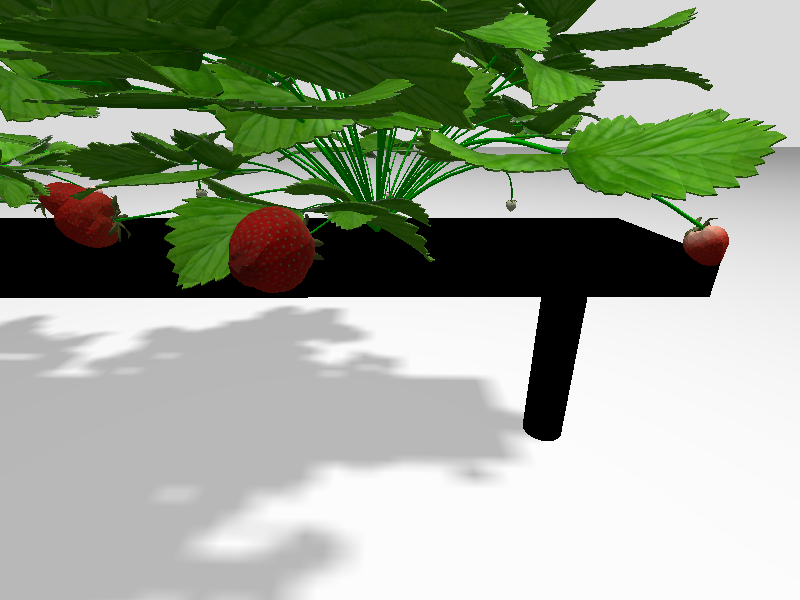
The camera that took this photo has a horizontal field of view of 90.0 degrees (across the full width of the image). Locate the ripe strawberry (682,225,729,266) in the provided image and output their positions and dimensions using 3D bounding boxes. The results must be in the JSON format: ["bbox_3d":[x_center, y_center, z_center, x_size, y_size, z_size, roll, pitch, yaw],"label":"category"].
[{"bbox_3d":[0.202,-0.035,0.263,0.024,0.028,0.028,-25,9,30],"label":"ripe strawberry"}]

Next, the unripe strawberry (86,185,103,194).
[{"bbox_3d":[-0.405,-0.144,0.532,0.019,0.017,0.017,7,11,17],"label":"unripe strawberry"}]

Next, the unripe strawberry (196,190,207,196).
[{"bbox_3d":[-0.224,-0.119,0.452,0.011,0.011,0.011,12,25,27],"label":"unripe strawberry"}]

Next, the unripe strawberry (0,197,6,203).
[{"bbox_3d":[-0.485,-0.123,0.488,0.011,0.010,0.010,-2,23,-5],"label":"unripe strawberry"}]

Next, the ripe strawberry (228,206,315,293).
[{"bbox_3d":[-0.070,-0.025,0.211,0.045,0.047,0.049,8,24,17],"label":"ripe strawberry"}]

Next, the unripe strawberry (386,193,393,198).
[{"bbox_3d":[-0.012,-0.125,0.488,0.010,0.011,0.011,1,23,3],"label":"unripe strawberry"}]

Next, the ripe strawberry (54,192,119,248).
[{"bbox_3d":[-0.232,-0.059,0.298,0.039,0.040,0.035,-6,23,-13],"label":"ripe strawberry"}]

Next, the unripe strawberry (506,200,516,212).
[{"bbox_3d":[0.118,-0.100,0.426,0.011,0.011,0.011,-13,26,-28],"label":"unripe strawberry"}]

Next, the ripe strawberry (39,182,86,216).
[{"bbox_3d":[-0.320,-0.096,0.390,0.042,0.036,0.042,-6,23,-16],"label":"ripe strawberry"}]
